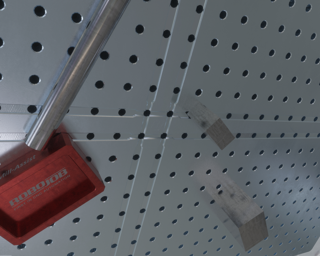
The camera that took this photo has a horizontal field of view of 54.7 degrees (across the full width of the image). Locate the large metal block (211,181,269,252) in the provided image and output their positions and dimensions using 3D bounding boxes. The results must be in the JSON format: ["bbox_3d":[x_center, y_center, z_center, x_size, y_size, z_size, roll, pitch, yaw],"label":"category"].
[{"bbox_3d":[0.141,0.156,0.550,0.050,0.080,0.080,-31,129,-9],"label":"large metal block"}]

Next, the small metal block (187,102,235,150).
[{"bbox_3d":[0.071,-0.003,0.432,0.025,0.050,0.050,-44,130,2],"label":"small metal block"}]

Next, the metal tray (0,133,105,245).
[{"bbox_3d":[-0.145,0.076,0.375,0.131,0.030,0.090,-32,129,-7],"label":"metal tray"}]

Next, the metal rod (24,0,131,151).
[{"bbox_3d":[-0.059,-0.104,0.314,0.025,0.025,0.299,24,105,-37],"label":"metal rod"}]
